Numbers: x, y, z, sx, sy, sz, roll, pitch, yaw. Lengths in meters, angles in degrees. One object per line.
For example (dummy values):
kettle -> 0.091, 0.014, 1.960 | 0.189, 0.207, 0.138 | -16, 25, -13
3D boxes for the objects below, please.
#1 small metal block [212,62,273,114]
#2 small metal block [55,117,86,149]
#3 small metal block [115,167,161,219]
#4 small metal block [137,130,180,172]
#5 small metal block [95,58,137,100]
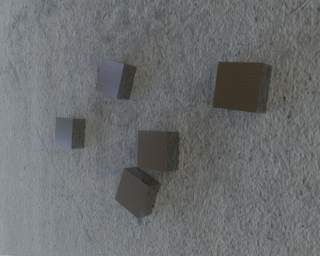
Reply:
small metal block -> 0.088, -0.044, 0.332 | 0.050, 0.025, 0.050 | 11, 97, 39
small metal block -> -0.155, 0.008, 0.533 | 0.050, 0.025, 0.050 | 6, 94, 40
small metal block -> -0.031, 0.089, 0.431 | 0.050, 0.025, 0.050 | 29, 108, 36
small metal block -> -0.003, 0.029, 0.407 | 0.050, 0.025, 0.050 | 3, 92, 40
small metal block -> -0.066, -0.073, 0.459 | 0.050, 0.025, 0.050 | 23, 105, 37
